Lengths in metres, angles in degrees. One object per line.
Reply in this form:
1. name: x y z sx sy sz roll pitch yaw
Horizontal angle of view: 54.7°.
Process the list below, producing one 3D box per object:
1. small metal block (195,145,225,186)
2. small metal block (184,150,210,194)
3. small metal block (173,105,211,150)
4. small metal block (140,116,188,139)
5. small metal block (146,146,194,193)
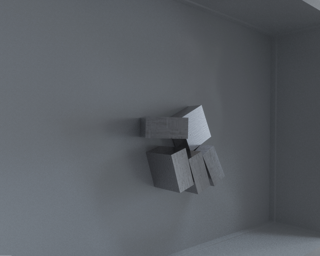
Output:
1. small metal block: 0.057 0.051 0.438 0.025 0.050 0.050 -36 112 -34
2. small metal block: 0.035 0.058 0.420 0.025 0.050 0.050 -27 107 -37
3. small metal block: 0.042 0.000 0.440 0.050 0.025 0.050 -32 110 -39
4. small metal block: 0.003 0.000 0.381 0.050 0.050 0.025 2 90 -12
5. small metal block: 0.012 0.052 0.400 0.025 0.050 0.050 -22 104 -38
